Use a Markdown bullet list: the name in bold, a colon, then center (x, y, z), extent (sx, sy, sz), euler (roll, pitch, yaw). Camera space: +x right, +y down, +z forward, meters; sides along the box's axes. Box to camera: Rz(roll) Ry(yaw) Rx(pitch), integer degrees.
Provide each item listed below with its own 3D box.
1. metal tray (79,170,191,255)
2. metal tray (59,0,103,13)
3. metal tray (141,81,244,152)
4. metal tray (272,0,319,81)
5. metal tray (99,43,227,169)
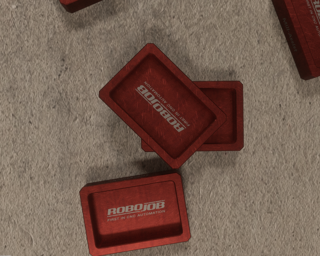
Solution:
- **metal tray**: center (-0.031, 0.110, 0.407), extent (0.131, 0.030, 0.089), euler (-9, 90, -1)
- **metal tray**: center (-0.109, -0.230, 0.405), extent (0.090, 0.030, 0.129), euler (-24, 90, -1)
- **metal tray**: center (0.041, -0.015, 0.407), extent (0.131, 0.030, 0.089), euler (-1, 90, -1)
- **metal tray**: center (0.214, -0.139, 0.410), extent (0.090, 0.030, 0.129), euler (-21, 90, -1)
- **metal tray**: center (0.003, -0.026, 0.376), extent (0.130, 0.030, 0.090), euler (45, 90, -1)
